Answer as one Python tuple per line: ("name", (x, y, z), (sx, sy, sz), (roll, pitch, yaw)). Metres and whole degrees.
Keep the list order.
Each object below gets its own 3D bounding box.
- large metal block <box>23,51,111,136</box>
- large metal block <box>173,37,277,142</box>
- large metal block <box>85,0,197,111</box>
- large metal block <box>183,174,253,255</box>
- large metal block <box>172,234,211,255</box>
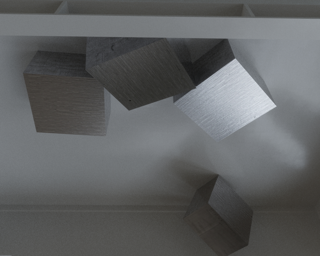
("large metal block", (-0.101, -0.039, 0.359), (0.081, 0.050, 0.079), (4, 130, -3))
("large metal block", (0.072, -0.041, 0.358), (0.080, 0.050, 0.080), (-35, 122, 26))
("large metal block", (-0.017, -0.069, 0.315), (0.080, 0.050, 0.080), (-17, 148, 18))
("large metal block", (0.090, 0.131, 0.467), (0.080, 0.080, 0.050), (47, 120, -1))
("large metal block", (0.066, 0.268, 0.604), (0.050, 0.080, 0.080), (-23, 127, 18))
